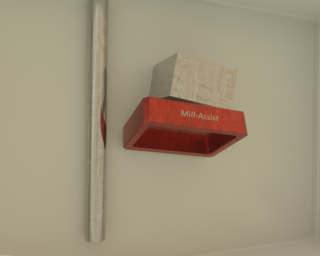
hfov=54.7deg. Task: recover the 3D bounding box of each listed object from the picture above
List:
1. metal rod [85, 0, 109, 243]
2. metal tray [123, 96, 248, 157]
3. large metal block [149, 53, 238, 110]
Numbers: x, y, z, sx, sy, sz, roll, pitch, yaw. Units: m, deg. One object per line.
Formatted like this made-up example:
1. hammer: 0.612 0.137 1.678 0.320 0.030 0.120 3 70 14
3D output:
1. metal rod: -0.078 -0.013 0.382 0.025 0.025 0.298 1 90 -20
2. metal tray: 0.029 0.004 0.385 0.131 0.090 0.030 7 64 -20
3. large metal block: 0.039 -0.053 0.397 0.081 0.080 0.050 11 87 -20
